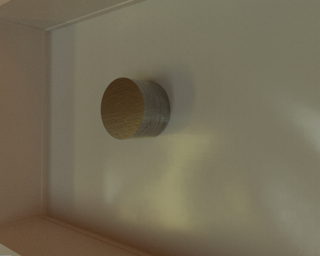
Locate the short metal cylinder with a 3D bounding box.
[{"bbox_3d":[-0.034,-0.025,0.417,0.080,0.050,0.080,0,90,40],"label":"short metal cylinder"}]
